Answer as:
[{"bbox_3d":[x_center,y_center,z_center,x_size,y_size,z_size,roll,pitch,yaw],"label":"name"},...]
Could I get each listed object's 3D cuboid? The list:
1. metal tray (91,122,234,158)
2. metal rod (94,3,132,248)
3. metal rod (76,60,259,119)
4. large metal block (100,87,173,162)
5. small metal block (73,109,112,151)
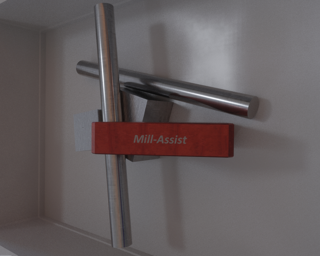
[{"bbox_3d":[0.006,0.009,0.321,0.131,0.090,0.030,1,92,8],"label":"metal tray"},{"bbox_3d":[-0.059,-0.007,0.386,0.025,0.025,0.298,-8,85,39],"label":"metal rod"},{"bbox_3d":[-0.015,-0.060,0.416,0.300,0.025,0.025,19,102,38],"label":"metal rod"},{"bbox_3d":[-0.038,-0.008,0.418,0.080,0.050,0.079,23,104,37],"label":"large metal block"},{"bbox_3d":[-0.088,0.004,0.409,0.050,0.025,0.050,-8,84,39],"label":"small metal block"}]
